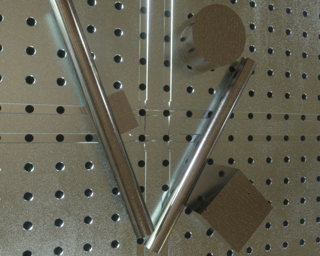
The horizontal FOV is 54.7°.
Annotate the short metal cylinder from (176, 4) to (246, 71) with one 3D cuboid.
[{"bbox_3d":[0.069,-0.122,0.426,0.081,0.050,0.079,0,90,-21],"label":"short metal cylinder"}]

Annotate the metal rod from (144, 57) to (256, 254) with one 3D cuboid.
[{"bbox_3d":[0.061,0.031,0.436,0.025,0.025,0.299,32,79,-18],"label":"metal rod"}]

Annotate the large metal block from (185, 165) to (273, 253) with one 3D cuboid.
[{"bbox_3d":[0.097,0.111,0.437,0.080,0.050,0.080,-46,105,-14],"label":"large metal block"}]

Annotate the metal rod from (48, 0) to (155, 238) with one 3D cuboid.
[{"bbox_3d":[-0.066,-0.012,0.362,0.025,0.025,0.298,-21,97,-19],"label":"metal rod"}]

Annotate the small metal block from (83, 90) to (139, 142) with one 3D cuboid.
[{"bbox_3d":[-0.062,-0.015,0.390,0.050,0.025,0.050,-25,99,-19],"label":"small metal block"}]
